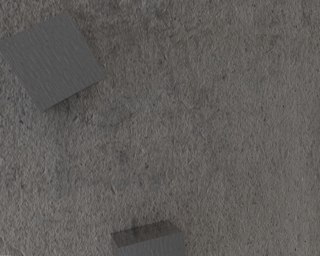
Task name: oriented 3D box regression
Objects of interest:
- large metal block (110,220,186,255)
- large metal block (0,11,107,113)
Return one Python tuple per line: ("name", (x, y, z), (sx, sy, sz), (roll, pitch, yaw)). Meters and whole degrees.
("large metal block", (-0.014, 0.171, 0.391), (0.081, 0.050, 0.080), (-8, 93, -20))
("large metal block", (-0.120, -0.071, 0.351), (0.080, 0.050, 0.080), (-33, 101, -17))
